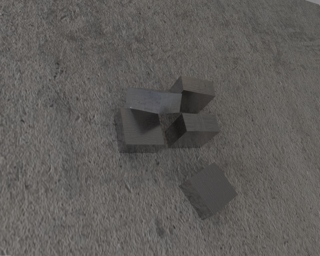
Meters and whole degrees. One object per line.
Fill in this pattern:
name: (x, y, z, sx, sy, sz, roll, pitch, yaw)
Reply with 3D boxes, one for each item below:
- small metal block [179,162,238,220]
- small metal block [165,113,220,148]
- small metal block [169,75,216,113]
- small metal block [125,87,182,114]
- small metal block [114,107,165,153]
small metal block: (0.061, 0.078, 0.389, 0.050, 0.025, 0.050, -26, 76, -37)
small metal block: (0.042, 0.005, 0.407, 0.050, 0.050, 0.025, 1, 61, -28)
small metal block: (0.042, -0.046, 0.438, 0.050, 0.050, 0.025, 8, 59, -24)
small metal block: (-0.007, -0.035, 0.393, 0.050, 0.050, 0.025, -8, 108, -58)
small metal block: (-0.027, 0.004, 0.387, 0.050, 0.025, 0.050, 2, 61, -27)
